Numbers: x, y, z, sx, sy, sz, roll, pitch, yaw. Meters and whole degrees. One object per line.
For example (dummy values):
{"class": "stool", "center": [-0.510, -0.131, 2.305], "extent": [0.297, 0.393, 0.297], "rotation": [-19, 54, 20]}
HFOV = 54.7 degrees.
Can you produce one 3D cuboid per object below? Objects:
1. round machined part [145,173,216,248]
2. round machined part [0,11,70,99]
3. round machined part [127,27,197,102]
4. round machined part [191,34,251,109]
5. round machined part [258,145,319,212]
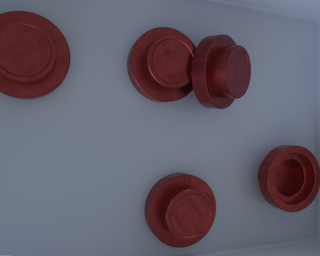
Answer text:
{"class": "round machined part", "center": [0.032, 0.111, 0.414], "extent": [0.099, 0.042, 0.097], "rotation": [0, 90, -20]}
{"class": "round machined part", "center": [-0.151, -0.082, 0.345], "extent": [0.099, 0.042, 0.097], "rotation": [0, 90, -20]}
{"class": "round machined part", "center": [0.010, -0.083, 0.405], "extent": [0.099, 0.042, 0.097], "rotation": [0, 90, -20]}
{"class": "round machined part", "center": [0.087, -0.074, 0.411], "extent": [0.099, 0.042, 0.097], "rotation": [-11, 104, -49]}
{"class": "round machined part", "center": [0.191, 0.074, 0.472], "extent": [0.099, 0.042, 0.097], "rotation": [0, 90, -20]}
